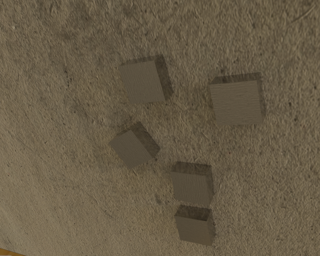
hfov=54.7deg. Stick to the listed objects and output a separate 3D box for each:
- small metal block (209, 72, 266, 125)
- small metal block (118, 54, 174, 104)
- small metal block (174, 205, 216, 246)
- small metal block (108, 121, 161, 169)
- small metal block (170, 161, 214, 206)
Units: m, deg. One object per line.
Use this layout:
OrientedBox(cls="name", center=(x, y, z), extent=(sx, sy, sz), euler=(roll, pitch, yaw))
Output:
OrientedBox(cls="small metal block", center=(0.086, -0.031, 0.342), extent=(0.050, 0.025, 0.050), euler=(-2, 118, 29))
OrientedBox(cls="small metal block", center=(-0.017, -0.059, 0.379), extent=(0.050, 0.025, 0.050), euler=(-3, 117, 29))
OrientedBox(cls="small metal block", center=(0.054, 0.147, 0.470), extent=(0.050, 0.025, 0.050), euler=(1, 119, 27))
OrientedBox(cls="small metal block", center=(-0.036, 0.025, 0.442), extent=(0.050, 0.025, 0.050), euler=(-29, 103, 37))
OrientedBox(cls="small metal block", center=(0.046, 0.076, 0.430), extent=(0.050, 0.025, 0.050), euler=(4, 120, 26))
